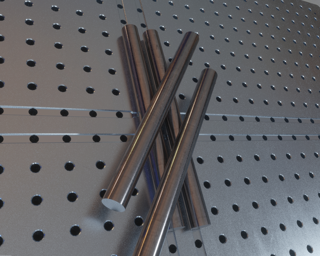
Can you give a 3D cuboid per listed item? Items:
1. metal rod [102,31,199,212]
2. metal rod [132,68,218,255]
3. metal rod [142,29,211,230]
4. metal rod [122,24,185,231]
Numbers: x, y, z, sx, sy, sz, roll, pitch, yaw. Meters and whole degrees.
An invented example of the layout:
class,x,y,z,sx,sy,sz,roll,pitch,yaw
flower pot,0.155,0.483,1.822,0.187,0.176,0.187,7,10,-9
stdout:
class,x,y,z,sx,sy,sz,roll,pitch,yaw
metal rod,0.002,-0.033,0.397,0.025,0.025,0.301,31,52,-9
metal rod,0.027,0.029,0.372,0.025,0.025,0.301,30,52,-9
metal rod,0.016,-0.016,0.426,0.025,0.025,0.299,1,61,-28
metal rod,-0.015,-0.018,0.411,0.025,0.025,0.299,1,61,-28
